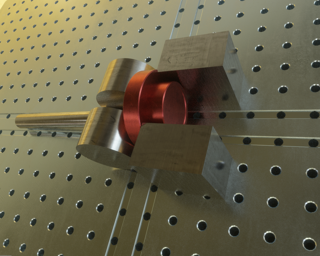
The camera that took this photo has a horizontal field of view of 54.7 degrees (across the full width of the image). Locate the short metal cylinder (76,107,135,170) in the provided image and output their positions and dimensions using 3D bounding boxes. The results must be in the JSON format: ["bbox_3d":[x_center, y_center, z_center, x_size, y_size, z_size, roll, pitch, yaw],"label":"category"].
[{"bbox_3d":[-0.059,0.015,0.394,0.080,0.080,0.050,1,63,29],"label":"short metal cylinder"}]

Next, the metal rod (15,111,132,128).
[{"bbox_3d":[-0.115,-0.012,0.462,0.300,0.025,0.025,0,62,32],"label":"metal rod"}]

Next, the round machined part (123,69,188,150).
[{"bbox_3d":[0.001,-0.021,0.373,0.042,0.098,0.098,1,62,29],"label":"round machined part"}]

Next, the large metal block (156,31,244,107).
[{"bbox_3d":[0.054,-0.069,0.388,0.080,0.080,0.050,0,62,28],"label":"large metal block"}]

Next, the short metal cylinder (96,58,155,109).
[{"bbox_3d":[-0.041,-0.051,0.426,0.080,0.080,0.050,1,63,28],"label":"short metal cylinder"}]

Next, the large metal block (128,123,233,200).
[{"bbox_3d":[0.026,0.037,0.338,0.080,0.080,0.050,3,63,29],"label":"large metal block"}]
